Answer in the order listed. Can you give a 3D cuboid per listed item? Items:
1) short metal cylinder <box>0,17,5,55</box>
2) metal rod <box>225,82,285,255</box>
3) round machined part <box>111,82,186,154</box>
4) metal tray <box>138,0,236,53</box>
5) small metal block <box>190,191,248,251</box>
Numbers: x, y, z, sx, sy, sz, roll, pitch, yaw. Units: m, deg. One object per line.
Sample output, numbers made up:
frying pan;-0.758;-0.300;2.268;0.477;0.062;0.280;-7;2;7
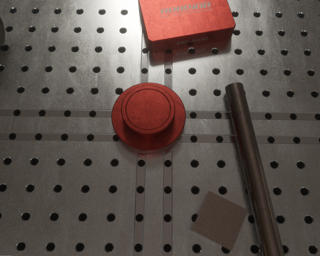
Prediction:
short metal cylinder;-0.263;-0.129;0.427;0.050;0.080;0.080;15;71;5
metal rod;0.122;0.081;0.383;0.025;0.025;0.299;-7;70;-3
round machined part;-0.015;-0.018;0.409;0.099;0.042;0.098;0;70;-1
metal tray;0.038;-0.170;0.472;0.131;0.030;0.090;-11;70;-5
small metal block;0.070;0.111;0.372;0.050;0.025;0.050;26;72;8
